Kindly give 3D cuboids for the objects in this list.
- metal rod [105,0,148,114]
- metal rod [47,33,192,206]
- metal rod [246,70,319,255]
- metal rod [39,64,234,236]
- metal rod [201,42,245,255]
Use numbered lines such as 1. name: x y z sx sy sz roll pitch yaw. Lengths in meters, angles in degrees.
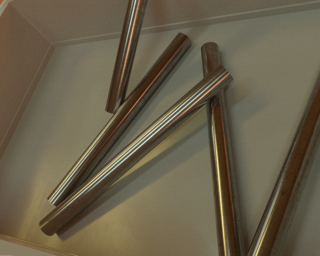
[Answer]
1. metal rod: -0.031 -0.161 0.414 0.025 0.025 0.298 29 112 37
2. metal rod: -0.052 -0.017 0.441 0.025 0.025 0.300 29 77 37
3. metal rod: 0.145 0.015 0.308 0.025 0.025 0.300 16 66 34
4. metal rod: -0.034 0.032 0.384 0.300 0.025 0.025 -41 51 7
5. metal rod: 0.069 0.016 0.358 0.025 0.025 0.299 -13 56 21
